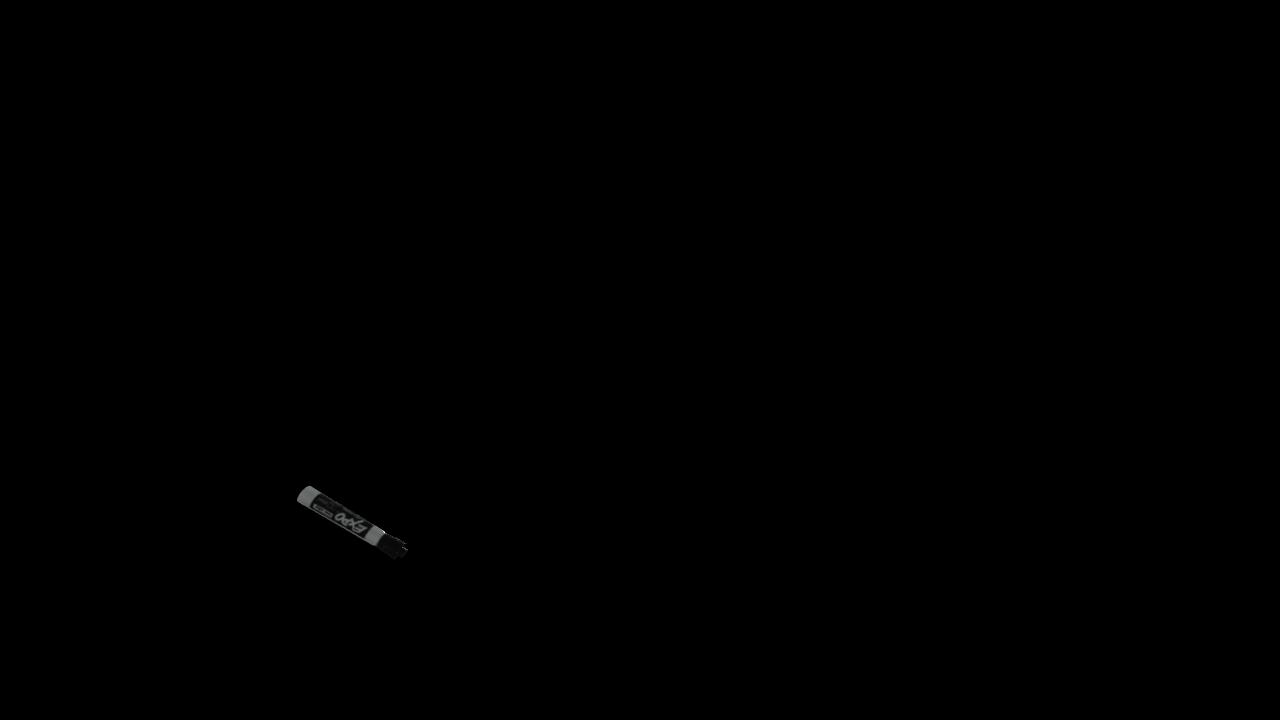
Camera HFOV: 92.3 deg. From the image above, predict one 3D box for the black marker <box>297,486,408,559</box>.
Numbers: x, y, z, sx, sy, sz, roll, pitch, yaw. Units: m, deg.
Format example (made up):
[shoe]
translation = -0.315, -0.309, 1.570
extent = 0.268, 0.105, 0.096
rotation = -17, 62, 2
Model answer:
[black marker]
translation = -0.290, 0.166, 0.624
extent = 0.121, 0.020, 0.020
rotation = 30, 1, 1
